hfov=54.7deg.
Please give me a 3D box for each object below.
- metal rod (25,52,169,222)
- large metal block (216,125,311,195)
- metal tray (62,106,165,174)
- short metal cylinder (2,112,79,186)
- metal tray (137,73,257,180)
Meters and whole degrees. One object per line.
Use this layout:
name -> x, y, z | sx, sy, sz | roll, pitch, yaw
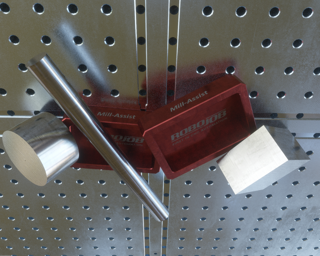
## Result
metal rod -> -0.061, 0.033, 0.400 | 0.025, 0.025, 0.299 | -20, 128, 16
large metal block -> 0.137, 0.043, 0.410 | 0.081, 0.050, 0.080 | 6, 139, -48
metal tray -> -0.061, 0.018, 0.422 | 0.131, 0.030, 0.089 | 5, 130, -5
short metal cylinder -> -0.150, 0.026, 0.392 | 0.080, 0.050, 0.079 | 22, 131, 27
metal tray -> 0.050, 0.001, 0.385 | 0.130, 0.030, 0.090 | -27, 127, 0
